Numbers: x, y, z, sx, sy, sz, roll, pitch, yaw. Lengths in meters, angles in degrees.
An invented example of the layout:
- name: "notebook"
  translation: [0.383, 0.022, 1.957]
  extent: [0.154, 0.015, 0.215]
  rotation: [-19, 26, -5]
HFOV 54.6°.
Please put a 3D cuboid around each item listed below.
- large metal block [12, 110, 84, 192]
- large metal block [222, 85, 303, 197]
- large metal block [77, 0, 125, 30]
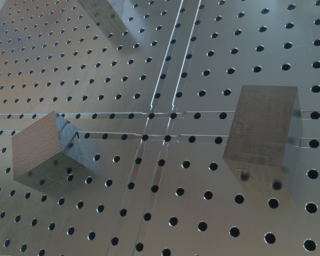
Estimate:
- name: "large metal block"
  translation: [-0.168, 0.034, 0.461]
  extent: [0.080, 0.050, 0.080]
  rotation: [-31, 52, 8]
- name: "large metal block"
  translation: [0.107, 0.014, 0.309]
  extent: [0.050, 0.080, 0.080]
  rotation: [6, 65, 31]
- name: "large metal block"
  translation: [-0.110, -0.250, 0.586]
  extent: [0.050, 0.080, 0.080]
  rotation: [-12, 57, 22]
